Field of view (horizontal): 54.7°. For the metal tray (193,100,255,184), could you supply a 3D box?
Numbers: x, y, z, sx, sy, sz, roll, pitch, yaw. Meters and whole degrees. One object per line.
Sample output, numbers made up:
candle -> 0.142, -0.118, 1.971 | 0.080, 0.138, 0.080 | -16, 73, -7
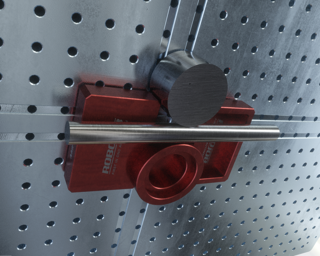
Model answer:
metal tray -> 0.077, 0.022, 0.459 | 0.091, 0.030, 0.129 | 1, 118, -29

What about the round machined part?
round machined part -> 0.007, 0.053, 0.420 | 0.099, 0.042, 0.097 | -14, 124, -21

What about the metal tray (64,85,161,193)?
metal tray -> -0.060, 0.016, 0.379 | 0.091, 0.030, 0.129 | 3, 117, -30

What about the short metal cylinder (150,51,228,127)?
short metal cylinder -> 0.035, -0.048, 0.379 | 0.081, 0.050, 0.079 | -14, 124, -21

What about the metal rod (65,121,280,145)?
metal rod -> 0.037, 0.006, 0.391 | 0.303, 0.025, 0.025 | 0, 118, -29
